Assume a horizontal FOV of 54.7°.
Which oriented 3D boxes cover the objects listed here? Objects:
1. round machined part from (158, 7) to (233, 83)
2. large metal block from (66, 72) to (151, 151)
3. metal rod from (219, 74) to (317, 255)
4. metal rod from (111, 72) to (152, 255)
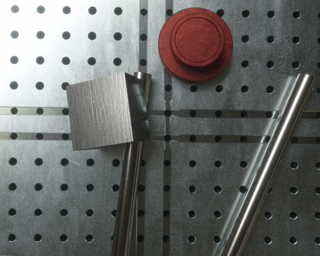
[{"bbox_3d":[0.047,-0.110,0.405,0.099,0.042,0.097,0,90,-1],"label":"round machined part"},{"bbox_3d":[-0.063,-0.017,0.384,0.080,0.050,0.080,-10,84,20],"label":"large metal block"},{"bbox_3d":[0.138,0.069,0.415,0.025,0.025,0.299,24,90,-1],"label":"metal rod"},{"bbox_3d":[-0.041,0.076,0.412,0.025,0.025,0.298,7,90,-1],"label":"metal rod"}]
